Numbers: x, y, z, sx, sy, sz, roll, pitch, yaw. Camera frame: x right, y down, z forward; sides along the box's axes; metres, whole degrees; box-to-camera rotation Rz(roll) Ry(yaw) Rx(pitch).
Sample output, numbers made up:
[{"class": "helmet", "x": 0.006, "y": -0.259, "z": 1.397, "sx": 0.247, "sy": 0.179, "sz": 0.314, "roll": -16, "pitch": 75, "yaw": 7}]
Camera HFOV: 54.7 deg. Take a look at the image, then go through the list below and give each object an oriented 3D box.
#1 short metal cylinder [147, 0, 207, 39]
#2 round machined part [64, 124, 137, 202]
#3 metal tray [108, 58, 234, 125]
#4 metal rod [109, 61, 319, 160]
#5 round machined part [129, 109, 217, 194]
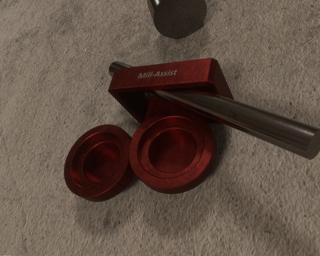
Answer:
[{"class": "short metal cylinder", "x": 0.025, "y": -0.184, "z": 0.467, "sx": 0.080, "sy": 0.080, "sz": 0.050, "roll": -25, "pitch": 53, "yaw": 13}, {"class": "round machined part", "x": -0.070, "y": 0.048, "z": 0.399, "sx": 0.098, "sy": 0.042, "sz": 0.098, "roll": -13, "pitch": 56, "yaw": 20}, {"class": "metal tray", "x": 0.015, "y": -0.039, "z": 0.376, "sx": 0.130, "sy": 0.090, "sz": 0.030, "roll": -1, "pitch": 62, "yaw": 27}, {"class": "metal rod", "x": 0.027, "y": -0.036, "z": 0.343, "sx": 0.300, "sy": 0.025, "sz": 0.025, "roll": 28, "pitch": 77, "yaw": 46}, {"class": "round machined part", "x": 0.017, "y": 0.030, "z": 0.360, "sx": 0.098, "sy": 0.042, "sz": 0.098, "roll": -8, "pitch": 59, "yaw": 14}]
